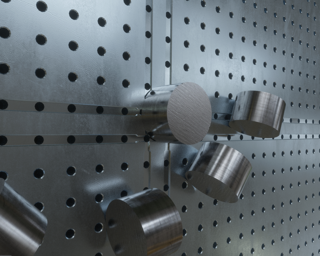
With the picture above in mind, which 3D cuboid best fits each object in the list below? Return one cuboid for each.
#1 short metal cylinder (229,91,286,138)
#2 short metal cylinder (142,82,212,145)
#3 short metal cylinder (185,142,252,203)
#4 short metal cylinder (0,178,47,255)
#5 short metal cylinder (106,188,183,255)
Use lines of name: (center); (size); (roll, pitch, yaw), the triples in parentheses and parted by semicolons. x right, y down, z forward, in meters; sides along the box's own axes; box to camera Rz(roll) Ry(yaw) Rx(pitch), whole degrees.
short metal cylinder: (0.158, -0.021, 0.505); (0.080, 0.080, 0.050); (28, 73, -37)
short metal cylinder: (0.023, -0.019, 0.412); (0.081, 0.050, 0.079); (0, 90, -40)
short metal cylinder: (0.084, 0.064, 0.443); (0.080, 0.080, 0.050); (48, 62, -30)
short metal cylinder: (-0.143, 0.088, 0.254); (0.080, 0.080, 0.050); (-51, 120, -28)
short metal cylinder: (-0.020, 0.115, 0.357); (0.050, 0.080, 0.079); (-9, 96, -40)
